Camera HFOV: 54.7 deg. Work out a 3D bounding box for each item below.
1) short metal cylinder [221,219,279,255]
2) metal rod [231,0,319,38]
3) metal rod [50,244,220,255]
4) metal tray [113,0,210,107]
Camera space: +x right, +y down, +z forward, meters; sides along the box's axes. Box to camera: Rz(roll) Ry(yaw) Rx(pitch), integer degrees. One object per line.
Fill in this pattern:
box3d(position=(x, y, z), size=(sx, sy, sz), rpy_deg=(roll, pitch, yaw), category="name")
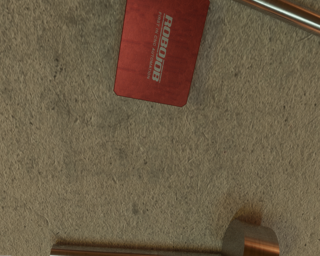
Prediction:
box3d(position=(0.128, 0.178, 0.448), size=(0.050, 0.080, 0.079), rpy_deg=(15, 109, -6), category="short metal cylinder")
box3d(position=(0.070, -0.164, 0.350), size=(0.302, 0.025, 0.025), rpy_deg=(19, 109, -8), category="metal rod")
box3d(position=(-0.015, 0.203, 0.484), size=(0.302, 0.025, 0.025), rpy_deg=(4, 110, -2), category="metal rod")
box3d(position=(-0.001, -0.097, 0.371), size=(0.091, 0.030, 0.129), rpy_deg=(10, 110, -4), category="metal tray")
